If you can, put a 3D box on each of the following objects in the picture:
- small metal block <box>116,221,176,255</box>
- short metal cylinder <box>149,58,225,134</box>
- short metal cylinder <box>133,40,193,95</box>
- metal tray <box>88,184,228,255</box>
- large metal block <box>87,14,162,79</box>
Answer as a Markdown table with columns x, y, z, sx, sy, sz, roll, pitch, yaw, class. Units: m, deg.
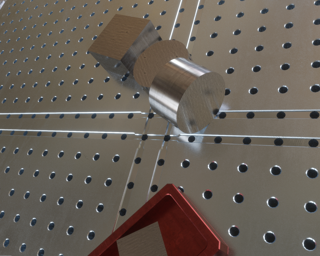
| x | y | z | sx | sy | sz | roll | pitch | yaw | class |
| --- | --- | --- | --- | --- | --- | --- | --- | --- | --- |
| -0.012 | 0.132 | 0.317 | 0.050 | 0.025 | 0.050 | -28 | 52 | 10 | small metal block |
| 0.034 | -0.040 | 0.380 | 0.080 | 0.080 | 0.050 | -49 | 51 | -6 | short metal cylinder |
| 0.010 | -0.076 | 0.433 | 0.080 | 0.050 | 0.080 | -13 | 56 | 21 | short metal cylinder |
| -0.007 | 0.134 | 0.326 | 0.130 | 0.030 | 0.090 | -42 | 51 | -1 | metal tray |
| -0.055 | -0.133 | 0.503 | 0.080 | 0.050 | 0.080 | 24 | 75 | 36 | large metal block |
